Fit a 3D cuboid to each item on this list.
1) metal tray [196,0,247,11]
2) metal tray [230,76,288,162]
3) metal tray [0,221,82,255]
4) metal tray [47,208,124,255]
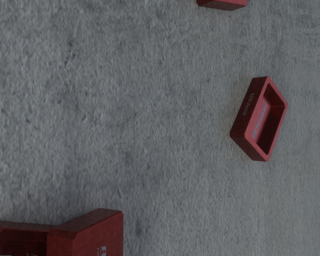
[{"bbox_3d":[0.092,-0.255,0.480,0.091,0.030,0.129,-11,97,-40],"label":"metal tray"},{"bbox_3d":[0.181,-0.016,0.556,0.090,0.030,0.130,42,65,-32],"label":"metal tray"},{"bbox_3d":[-0.130,0.160,0.293,0.091,0.030,0.129,21,77,-38],"label":"metal tray"},{"bbox_3d":[-0.073,0.157,0.317,0.090,0.030,0.129,2,89,-68],"label":"metal tray"}]
